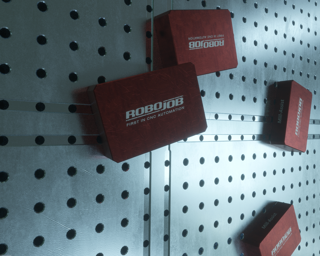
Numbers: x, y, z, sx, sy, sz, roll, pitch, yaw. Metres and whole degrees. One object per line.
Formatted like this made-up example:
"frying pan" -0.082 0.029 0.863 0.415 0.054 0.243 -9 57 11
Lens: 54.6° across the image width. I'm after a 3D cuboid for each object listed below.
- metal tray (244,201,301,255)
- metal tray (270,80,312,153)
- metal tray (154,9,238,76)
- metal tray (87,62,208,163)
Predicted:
"metal tray" 0.217 0.213 0.586 0.131 0.030 0.090 -30 109 -36
"metal tray" 0.268 -0.022 0.628 0.091 0.030 0.130 18 79 -39
"metal tray" 0.058 -0.123 0.453 0.131 0.030 0.090 -18 102 -38
"metal tray" -0.011 -0.022 0.375 0.131 0.030 0.090 -18 102 -24
